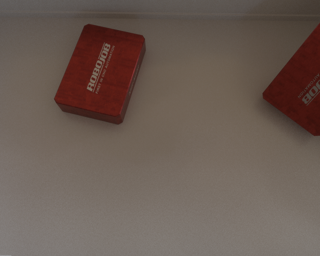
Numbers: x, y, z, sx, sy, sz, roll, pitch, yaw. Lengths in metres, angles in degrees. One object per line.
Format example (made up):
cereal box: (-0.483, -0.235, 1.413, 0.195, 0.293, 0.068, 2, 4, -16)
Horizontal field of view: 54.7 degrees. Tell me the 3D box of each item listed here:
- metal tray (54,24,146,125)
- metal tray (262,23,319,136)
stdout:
metal tray: (-0.080, -0.077, 0.435, 0.090, 0.030, 0.130, 14, 70, 5)
metal tray: (0.207, -0.066, 0.389, 0.090, 0.030, 0.129, 40, 119, 13)
